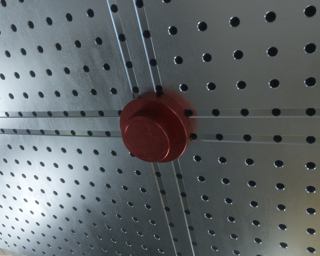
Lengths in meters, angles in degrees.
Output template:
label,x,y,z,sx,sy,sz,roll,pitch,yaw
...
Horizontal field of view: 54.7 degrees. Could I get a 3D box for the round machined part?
label,x,y,z,sx,sy,sz,roll,pitch,yaw
round machined part,-0.011,0.006,0.408,0.098,0.042,0.097,13,124,20
